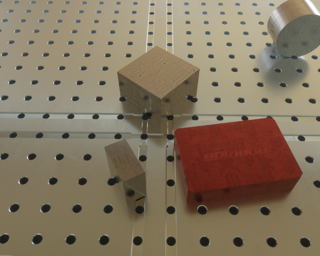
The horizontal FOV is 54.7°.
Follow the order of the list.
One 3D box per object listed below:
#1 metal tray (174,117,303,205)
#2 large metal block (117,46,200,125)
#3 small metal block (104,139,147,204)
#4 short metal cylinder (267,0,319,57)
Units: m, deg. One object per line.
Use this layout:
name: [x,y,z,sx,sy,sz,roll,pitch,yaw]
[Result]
metal tray: [0.089,0.036,0.374,0.131,0.030,0.090,-7,50,-6]
large metal block: [-0.002,-0.064,0.445,0.080,0.050,0.080,34,58,25]
small metal block: [-0.038,0.049,0.350,0.025,0.050,0.050,-22,54,-18]
short metal cylinder: [0.225,-0.164,0.511,0.081,0.080,0.050,-3,50,-3]
